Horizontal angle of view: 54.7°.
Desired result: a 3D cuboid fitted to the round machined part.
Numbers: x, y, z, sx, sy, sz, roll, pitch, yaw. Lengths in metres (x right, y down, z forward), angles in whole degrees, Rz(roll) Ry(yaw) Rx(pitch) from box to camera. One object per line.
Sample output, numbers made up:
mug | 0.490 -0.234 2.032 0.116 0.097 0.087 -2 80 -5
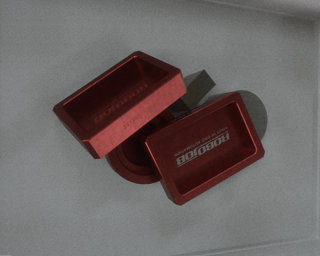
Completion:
round machined part | -0.023 0.019 0.394 0.099 0.042 0.097 0 90 -21

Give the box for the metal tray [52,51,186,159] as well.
metal tray | -0.046 -0.033 0.356 0.131 0.090 0.030 -38 135 -17

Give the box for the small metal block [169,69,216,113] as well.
small metal block | 0.038 -0.048 0.410 0.050 0.050 0.025 -45 105 -16

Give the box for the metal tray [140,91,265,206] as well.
metal tray | 0.053 0.022 0.376 0.131 0.030 0.090 -27 99 -14

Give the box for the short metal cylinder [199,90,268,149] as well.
short metal cylinder | 0.101 -0.011 0.434 0.081 0.050 0.079 0 90 -21
